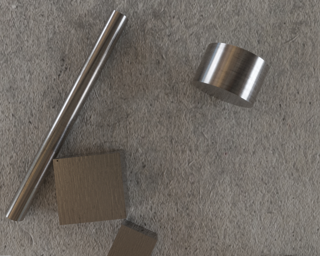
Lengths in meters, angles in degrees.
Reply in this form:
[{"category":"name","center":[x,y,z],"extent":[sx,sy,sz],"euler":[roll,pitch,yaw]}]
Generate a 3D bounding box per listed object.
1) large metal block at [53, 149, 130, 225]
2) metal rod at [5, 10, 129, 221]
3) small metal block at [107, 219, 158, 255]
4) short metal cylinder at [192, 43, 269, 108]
[{"category":"large metal block","center":[-0.084,0.073,0.396],"extent":[0.081,0.050,0.079],"euler":[-6,90,-1]},{"category":"metal rod","center":[-0.122,-0.016,0.408],"extent":[0.025,0.025,0.299],"euler":[28,90,-1]},{"category":"small metal block","center":[-0.037,0.157,0.410],"extent":[0.050,0.025,0.050],"euler":[25,90,-1]},{"category":"short metal cylinder","center":[0.086,-0.064,0.384],"extent":[0.080,0.080,0.050],"euler":[24,90,-1]}]
